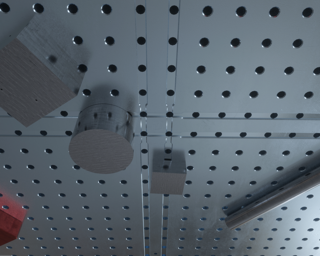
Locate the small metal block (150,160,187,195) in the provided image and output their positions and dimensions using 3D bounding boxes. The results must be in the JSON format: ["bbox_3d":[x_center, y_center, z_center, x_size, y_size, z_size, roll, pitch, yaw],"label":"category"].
[{"bbox_3d":[0.012,0.076,0.477,0.050,0.025,0.050,4,130,-4],"label":"small metal block"}]

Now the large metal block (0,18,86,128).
[{"bbox_3d":[-0.145,-0.059,0.344,0.080,0.050,0.080,-28,125,21],"label":"large metal block"}]

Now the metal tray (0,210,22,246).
[{"bbox_3d":[-0.333,0.187,0.565,0.130,0.030,0.090,-27,125,21],"label":"metal tray"}]

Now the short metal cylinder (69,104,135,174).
[{"bbox_3d":[-0.074,0.015,0.407,0.081,0.050,0.079,0,131,0],"label":"short metal cylinder"}]

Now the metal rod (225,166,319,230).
[{"bbox_3d":[0.227,0.089,0.489,0.025,0.025,0.299,35,122,-26],"label":"metal rod"}]
